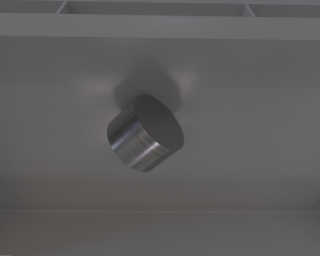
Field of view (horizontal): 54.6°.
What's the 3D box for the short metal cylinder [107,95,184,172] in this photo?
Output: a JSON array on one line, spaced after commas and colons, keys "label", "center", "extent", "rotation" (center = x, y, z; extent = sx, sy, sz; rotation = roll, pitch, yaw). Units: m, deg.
[{"label": "short metal cylinder", "center": [-0.017, 0.006, 0.378], "extent": [0.080, 0.080, 0.050], "rotation": [35, 122, -26]}]
